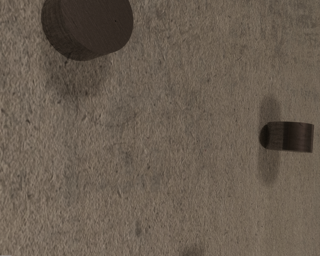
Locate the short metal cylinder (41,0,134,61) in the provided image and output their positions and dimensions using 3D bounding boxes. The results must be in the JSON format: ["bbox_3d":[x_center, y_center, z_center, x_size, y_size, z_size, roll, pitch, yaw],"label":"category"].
[{"bbox_3d":[-0.076,-0.114,0.326,0.081,0.050,0.079,0,90,-40],"label":"short metal cylinder"}]

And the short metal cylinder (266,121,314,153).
[{"bbox_3d":[0.240,0.018,0.574,0.081,0.080,0.050,9,85,-40],"label":"short metal cylinder"}]
